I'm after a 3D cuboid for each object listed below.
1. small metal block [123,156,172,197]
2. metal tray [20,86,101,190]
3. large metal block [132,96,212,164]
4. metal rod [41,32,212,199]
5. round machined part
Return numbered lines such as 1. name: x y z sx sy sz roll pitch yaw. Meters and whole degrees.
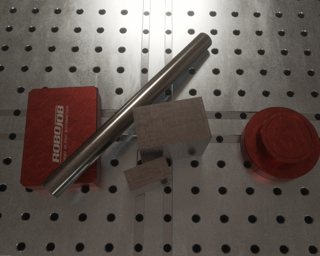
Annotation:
1. small metal block: -0.014 0.060 0.376 0.050 0.050 0.025 -20 72 -7
2. metal tray: -0.125 0.011 0.403 0.091 0.030 0.130 -3 70 -2
3. large metal block: 0.012 0.007 0.380 0.081 0.080 0.050 -10 71 -4
4. metal rod: -0.028 -0.031 0.401 0.025 0.025 0.301 38 66 12
5. round machined part: 0.158 0.017 0.399 0.099 0.042 0.098 0 70 -1
